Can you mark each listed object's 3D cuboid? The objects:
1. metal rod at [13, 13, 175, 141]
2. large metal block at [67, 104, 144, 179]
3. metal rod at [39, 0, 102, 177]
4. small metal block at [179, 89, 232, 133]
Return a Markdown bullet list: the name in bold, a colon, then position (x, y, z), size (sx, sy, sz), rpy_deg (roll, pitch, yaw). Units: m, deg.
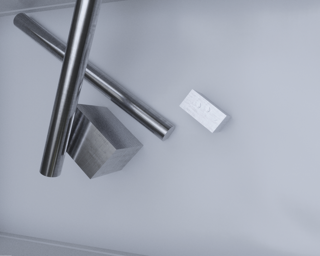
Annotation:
- **metal rod**: position (-0.104, -0.081, 0.445), size (0.300, 0.025, 0.025), rpy_deg (38, 102, 15)
- **large metal block**: position (-0.080, 0.015, 0.408), size (0.080, 0.080, 0.050), rpy_deg (45, 104, 14)
- **metal rod**: position (-0.089, -0.083, 0.334), size (0.025, 0.025, 0.298), rpy_deg (23, 107, 18)
- **small metal block**: position (0.057, -0.020, 0.377), size (0.050, 0.050, 0.025), rpy_deg (41, 103, 15)
